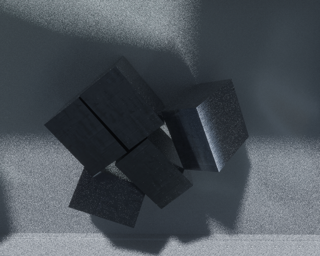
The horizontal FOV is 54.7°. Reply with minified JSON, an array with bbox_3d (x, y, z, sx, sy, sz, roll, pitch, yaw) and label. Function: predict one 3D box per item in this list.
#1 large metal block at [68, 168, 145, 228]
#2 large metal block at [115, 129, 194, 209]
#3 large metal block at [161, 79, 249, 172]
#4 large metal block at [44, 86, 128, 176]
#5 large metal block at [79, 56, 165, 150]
[{"bbox_3d":[-0.069,0.090,0.406,0.080,0.080,0.050,21,74,-8],"label":"large metal block"},{"bbox_3d":[-0.006,0.041,0.395,0.050,0.080,0.080,-40,106,13],"label":"large metal block"},{"bbox_3d":[0.057,-0.004,0.373,0.050,0.080,0.080,-3,117,44],"label":"large metal block"},{"bbox_3d":[-0.082,-0.002,0.379,0.050,0.080,0.080,-36,107,12],"label":"large metal block"},{"bbox_3d":[-0.040,-0.033,0.367,0.050,0.080,0.080,-37,106,12],"label":"large metal block"}]
